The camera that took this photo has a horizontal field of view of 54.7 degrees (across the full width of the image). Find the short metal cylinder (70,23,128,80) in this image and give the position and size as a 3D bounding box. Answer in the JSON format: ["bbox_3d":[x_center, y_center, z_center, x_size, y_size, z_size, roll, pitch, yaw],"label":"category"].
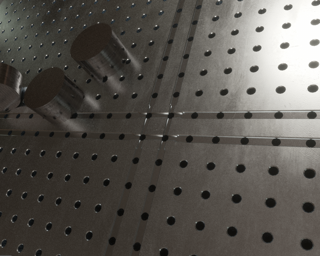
[{"bbox_3d":[-0.102,-0.129,0.523,0.080,0.050,0.080,-13,56,20],"label":"short metal cylinder"}]

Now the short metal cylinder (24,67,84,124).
[{"bbox_3d":[-0.176,-0.054,0.515,0.080,0.050,0.080,-13,56,20],"label":"short metal cylinder"}]

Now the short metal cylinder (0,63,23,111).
[{"bbox_3d":[-0.299,-0.075,0.573,0.080,0.080,0.050,-21,54,15],"label":"short metal cylinder"}]
